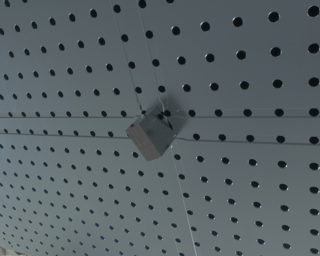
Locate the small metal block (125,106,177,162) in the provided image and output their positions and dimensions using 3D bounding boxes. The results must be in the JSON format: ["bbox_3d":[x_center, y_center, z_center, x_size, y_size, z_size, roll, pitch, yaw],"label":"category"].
[{"bbox_3d":[-0.010,0.007,0.405,0.025,0.050,0.050,-25,105,37],"label":"small metal block"}]
